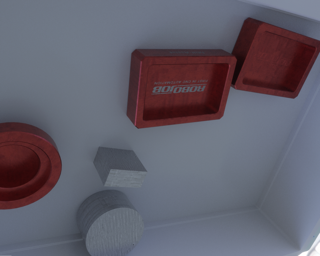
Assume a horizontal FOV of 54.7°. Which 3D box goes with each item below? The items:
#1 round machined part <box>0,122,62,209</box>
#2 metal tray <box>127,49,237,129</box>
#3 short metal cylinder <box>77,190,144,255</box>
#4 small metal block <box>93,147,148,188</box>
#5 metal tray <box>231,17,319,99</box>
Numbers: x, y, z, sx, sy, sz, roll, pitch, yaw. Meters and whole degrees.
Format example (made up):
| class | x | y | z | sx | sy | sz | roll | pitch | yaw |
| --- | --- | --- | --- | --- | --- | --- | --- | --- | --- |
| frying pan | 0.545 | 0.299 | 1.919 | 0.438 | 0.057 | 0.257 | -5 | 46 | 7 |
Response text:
| class | x | y | z | sx | sy | sz | roll | pitch | yaw |
| --- | --- | --- | --- | --- | --- | --- | --- | --- | --- |
| round machined part | -0.160 | 0.036 | 0.333 | 0.099 | 0.042 | 0.097 | -14 | 125 | -21 |
| metal tray | 0.027 | -0.051 | 0.390 | 0.131 | 0.030 | 0.089 | -7 | 122 | -25 |
| short metal cylinder | -0.069 | 0.133 | 0.429 | 0.081 | 0.050 | 0.079 | -10 | 112 | -25 |
| small metal block | -0.052 | 0.050 | 0.397 | 0.050 | 0.050 | 0.025 | 10 | 113 | -33 |
| metal tray | 0.160 | -0.094 | 0.437 | 0.131 | 0.030 | 0.089 | 4 | 117 | -31 |
